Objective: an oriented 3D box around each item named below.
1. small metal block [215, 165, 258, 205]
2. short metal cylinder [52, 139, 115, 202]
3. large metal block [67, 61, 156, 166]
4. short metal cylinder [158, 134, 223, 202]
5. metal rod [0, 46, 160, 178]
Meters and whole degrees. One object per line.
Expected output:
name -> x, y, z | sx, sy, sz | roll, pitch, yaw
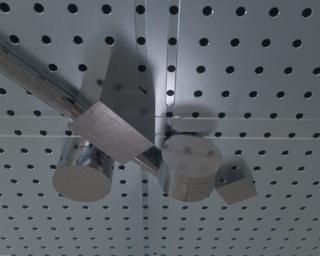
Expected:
small metal block -> 0.120, 0.092, 0.491 | 0.050, 0.025, 0.050 | -25, 126, 20
short metal cylinder -> -0.108, 0.063, 0.448 | 0.081, 0.050, 0.079 | 0, 130, 0
large metal block -> -0.051, -0.017, 0.360 | 0.050, 0.080, 0.080 | -34, 123, 25
short metal cylinder -> 0.039, 0.053, 0.421 | 0.081, 0.080, 0.050 | 4, 130, -4
metal rod -> -0.096, -0.013, 0.399 | 0.025, 0.025, 0.301 | -37, 122, 27
